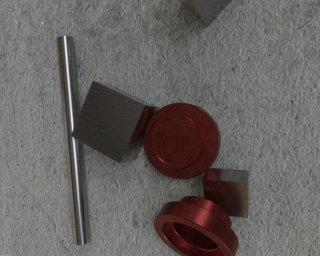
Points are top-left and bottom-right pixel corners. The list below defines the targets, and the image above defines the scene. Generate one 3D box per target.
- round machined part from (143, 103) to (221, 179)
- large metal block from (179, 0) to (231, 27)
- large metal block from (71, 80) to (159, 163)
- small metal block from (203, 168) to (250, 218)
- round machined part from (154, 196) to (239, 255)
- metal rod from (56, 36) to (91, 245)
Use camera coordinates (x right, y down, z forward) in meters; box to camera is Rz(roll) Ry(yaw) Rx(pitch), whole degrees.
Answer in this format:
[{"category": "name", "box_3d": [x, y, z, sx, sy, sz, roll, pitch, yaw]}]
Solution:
[{"category": "round machined part", "box_3d": [0.024, 0.016, 0.391, 0.098, 0.042, 0.097, 0, 90, 20]}, {"category": "large metal block", "box_3d": [0.058, -0.176, 0.359, 0.080, 0.080, 0.050, -47, 76, 14]}, {"category": "large metal block", "box_3d": [-0.060, -0.009, 0.417, 0.080, 0.050, 0.080, 26, 99, 18]}, {"category": "small metal block", "box_3d": [0.080, 0.077, 0.370, 0.050, 0.025, 0.050, 1, 115, 19]}, {"category": "round machined part", "box_3d": [0.046, 0.118, 0.366, 0.098, 0.042, 0.097, 20, 140, 19]}, {"category": "metal rod", "box_3d": [-0.126, 0.017, 0.453, 0.025, 0.025, 0.298, -6, 88, 20]}]
